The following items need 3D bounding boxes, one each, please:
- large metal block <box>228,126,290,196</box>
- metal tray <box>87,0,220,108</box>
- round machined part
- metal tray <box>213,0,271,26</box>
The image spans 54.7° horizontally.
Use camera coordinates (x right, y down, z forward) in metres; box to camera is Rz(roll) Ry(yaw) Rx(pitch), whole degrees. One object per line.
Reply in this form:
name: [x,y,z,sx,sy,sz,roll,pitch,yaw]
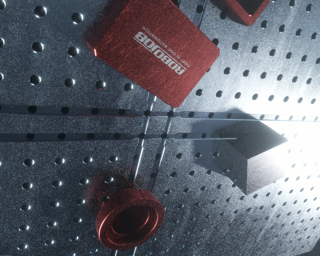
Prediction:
large metal block: [0.162,0.054,0.517,0.081,0.050,0.080,-21,127,-16]
metal tray: [-0.002,-0.090,0.351,0.131,0.030,0.090,31,101,-38]
round machined part: [-0.047,0.127,0.454,0.099,0.042,0.097,-14,124,-21]
metal tray: [0.109,-0.195,0.346,0.090,0.030,0.130,29,102,-38]
